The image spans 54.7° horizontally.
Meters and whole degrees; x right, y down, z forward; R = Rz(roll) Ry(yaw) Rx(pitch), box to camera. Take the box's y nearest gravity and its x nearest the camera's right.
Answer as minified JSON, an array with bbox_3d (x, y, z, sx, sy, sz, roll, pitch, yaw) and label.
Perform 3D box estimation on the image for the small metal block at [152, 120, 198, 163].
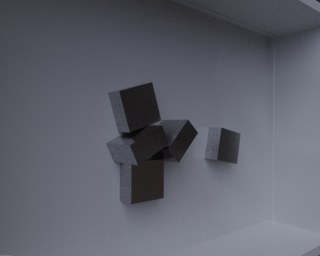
[{"bbox_3d":[0.013,0.016,0.403,0.025,0.050,0.050,51,60,-28],"label":"small metal block"}]

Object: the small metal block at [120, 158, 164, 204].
[{"bbox_3d":[-0.022,0.065,0.390,0.050,0.025,0.050,0,90,-40],"label":"small metal block"}]

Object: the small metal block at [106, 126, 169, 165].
[{"bbox_3d":[-0.027,0.019,0.370,0.050,0.050,0.025,-32,111,-36],"label":"small metal block"}]

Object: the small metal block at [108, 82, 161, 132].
[{"bbox_3d":[-0.031,-0.026,0.383,0.050,0.025,0.050,-22,104,-38],"label":"small metal block"}]

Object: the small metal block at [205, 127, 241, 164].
[{"bbox_3d":[0.101,0.028,0.494,0.050,0.025,0.050,15,81,-39],"label":"small metal block"}]
